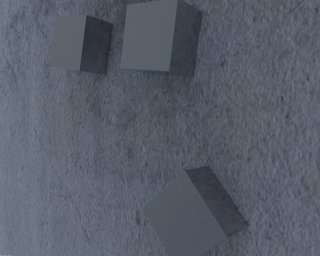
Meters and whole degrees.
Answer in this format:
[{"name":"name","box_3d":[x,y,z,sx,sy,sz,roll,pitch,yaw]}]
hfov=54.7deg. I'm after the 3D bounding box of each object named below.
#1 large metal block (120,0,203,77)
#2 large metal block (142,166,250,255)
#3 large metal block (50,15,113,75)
[{"name":"large metal block","box_3d":[0.001,-0.109,0.386,0.080,0.050,0.079,12,97,39]},{"name":"large metal block","box_3d":[0.039,0.101,0.355,0.080,0.050,0.080,-47,63,29]},{"name":"large metal block","box_3d":[-0.125,-0.130,0.489,0.080,0.050,0.079,15,100,38]}]
